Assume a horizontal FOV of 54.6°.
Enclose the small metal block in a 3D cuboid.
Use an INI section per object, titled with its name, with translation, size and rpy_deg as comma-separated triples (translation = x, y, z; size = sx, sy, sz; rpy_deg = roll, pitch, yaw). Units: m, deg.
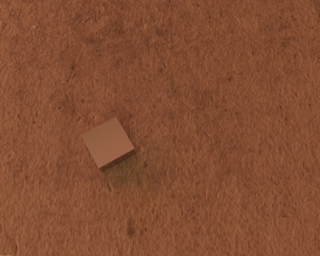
[small metal block]
translation = -0.066, 0.021, 0.400
size = 0.050, 0.025, 0.050
rpy_deg = -29, 73, -10
